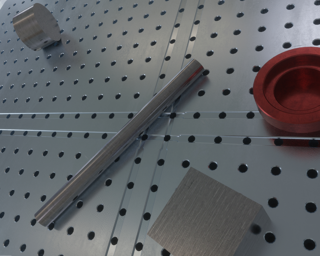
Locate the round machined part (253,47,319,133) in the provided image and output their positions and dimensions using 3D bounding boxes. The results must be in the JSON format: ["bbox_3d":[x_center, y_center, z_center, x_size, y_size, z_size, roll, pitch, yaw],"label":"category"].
[{"bbox_3d":[0.156,-0.037,0.338,0.098,0.042,0.098,-13,56,21],"label":"round machined part"}]

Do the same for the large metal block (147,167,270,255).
[{"bbox_3d":[0.049,0.098,0.307,0.080,0.050,0.080,26,76,37],"label":"large metal block"}]

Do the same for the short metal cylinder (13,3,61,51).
[{"bbox_3d":[-0.248,-0.204,0.629,0.050,0.080,0.080,-22,54,15],"label":"short metal cylinder"}]

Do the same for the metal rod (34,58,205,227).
[{"bbox_3d":[-0.052,0.018,0.424,0.300,0.025,0.025,-45,51,-4],"label":"metal rod"}]
